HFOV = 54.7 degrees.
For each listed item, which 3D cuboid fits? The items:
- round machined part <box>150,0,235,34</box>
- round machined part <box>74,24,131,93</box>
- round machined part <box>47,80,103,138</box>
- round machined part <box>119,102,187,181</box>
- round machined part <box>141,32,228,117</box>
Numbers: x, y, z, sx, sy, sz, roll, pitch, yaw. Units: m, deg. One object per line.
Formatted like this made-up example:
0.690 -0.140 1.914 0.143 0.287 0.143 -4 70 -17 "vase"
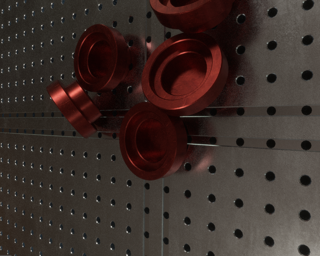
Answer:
0.042 -0.144 0.344 0.098 0.042 0.098 -14 53 20 "round machined part"
-0.082 -0.101 0.464 0.098 0.042 0.097 0 90 39 "round machined part"
-0.125 -0.035 0.475 0.042 0.098 0.098 -37 62 -6 "round machined part"
-0.004 0.016 0.398 0.098 0.042 0.097 2 94 41 "round machined part"
0.031 -0.058 0.357 0.098 0.042 0.098 -12 63 26 "round machined part"
